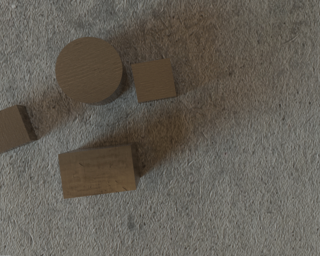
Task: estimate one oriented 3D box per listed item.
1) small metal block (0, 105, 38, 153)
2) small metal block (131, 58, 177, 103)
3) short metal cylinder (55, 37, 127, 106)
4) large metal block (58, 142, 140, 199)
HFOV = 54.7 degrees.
[{"bbox_3d":[-0.198,0.002,0.407,0.050,0.025,0.050,-21,90,-1],"label":"small metal block"},{"bbox_3d":[-0.008,-0.062,0.410,0.050,0.025,0.050,-10,90,-1],"label":"small metal block"},{"bbox_3d":[-0.085,-0.070,0.396,0.081,0.050,0.079,0,90,-1],"label":"short metal cylinder"},{"bbox_3d":[-0.070,0.048,0.382,0.081,0.080,0.050,-7,90,0],"label":"large metal block"}]
